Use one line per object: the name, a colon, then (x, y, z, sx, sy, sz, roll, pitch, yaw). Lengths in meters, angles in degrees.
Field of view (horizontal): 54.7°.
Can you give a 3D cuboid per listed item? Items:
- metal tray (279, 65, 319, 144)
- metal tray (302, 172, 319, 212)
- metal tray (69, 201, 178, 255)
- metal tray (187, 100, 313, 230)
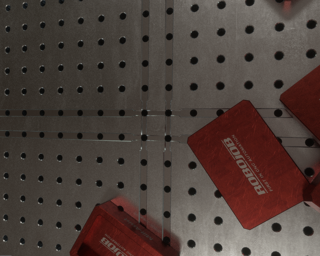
metal tray: (0.203, -0.040, 0.313, 0.130, 0.030, 0.090, -40, 41, 15)
metal tray: (0.223, 0.049, 0.313, 0.090, 0.030, 0.130, 38, 86, 15)
metal tray: (-0.051, 0.175, 0.426, 0.130, 0.030, 0.090, 32, 100, 16)
metal tray: (0.105, 0.043, 0.373, 0.090, 0.030, 0.130, -36, 79, 16)
